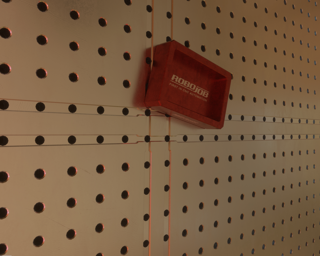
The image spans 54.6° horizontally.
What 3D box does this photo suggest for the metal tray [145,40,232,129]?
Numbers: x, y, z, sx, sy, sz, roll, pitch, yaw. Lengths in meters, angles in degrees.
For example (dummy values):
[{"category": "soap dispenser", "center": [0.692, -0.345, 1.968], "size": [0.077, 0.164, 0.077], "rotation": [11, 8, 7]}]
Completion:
[{"category": "metal tray", "center": [0.045, -0.056, 0.442], "size": [0.131, 0.030, 0.090], "rotation": [18, 79, -38]}]
